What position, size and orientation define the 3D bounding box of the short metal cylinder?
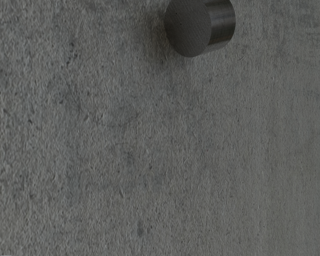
[{"bbox_3d":[0.052,-0.139,0.412,0.050,0.080,0.080,-25,106,-37],"label":"short metal cylinder"}]
